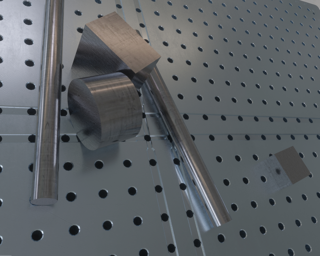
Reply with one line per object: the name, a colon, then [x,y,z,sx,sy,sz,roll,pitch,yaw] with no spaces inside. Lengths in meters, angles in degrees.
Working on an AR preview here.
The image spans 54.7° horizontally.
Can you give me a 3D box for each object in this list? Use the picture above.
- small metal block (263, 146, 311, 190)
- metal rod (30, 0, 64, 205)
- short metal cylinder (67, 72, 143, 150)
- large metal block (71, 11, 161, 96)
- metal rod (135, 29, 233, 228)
small metal block: [0.196,0.061,0.477,0.050,0.025,0.050,-15,70,-34]
metal rod: [-0.131,-0.059,0.373,0.025,0.025,0.299,6,59,-25]
short metal cylinder: [-0.064,-0.020,0.351,0.050,0.080,0.080,-18,71,-35]
large metal block: [-0.058,-0.083,0.393,0.080,0.080,0.050,45,51,3]
metal rod: [0.017,-0.012,0.424,0.025,0.025,0.299,-12,68,-33]
